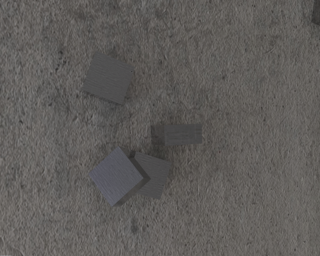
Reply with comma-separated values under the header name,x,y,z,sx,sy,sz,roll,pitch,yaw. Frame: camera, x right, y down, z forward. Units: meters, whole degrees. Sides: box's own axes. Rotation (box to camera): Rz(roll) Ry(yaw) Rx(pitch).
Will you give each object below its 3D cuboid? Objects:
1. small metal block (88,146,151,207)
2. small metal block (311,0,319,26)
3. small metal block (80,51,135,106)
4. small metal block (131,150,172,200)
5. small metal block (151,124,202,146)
name,x,y,z,sx,sy,sz,roll,pitch,yaw
small metal block,-0.048,0.058,0.371,0.050,0.025,0.050,-43,69,5
small metal block,0.283,-0.195,0.513,0.050,0.025,0.050,13,86,-20
small metal block,-0.065,-0.060,0.385,0.050,0.025,0.050,20,83,-19
small metal block,-0.019,0.060,0.402,0.050,0.025,0.050,20,83,-19
small metal block,0.021,0.008,0.403,0.050,0.050,0.025,-3,91,-20
